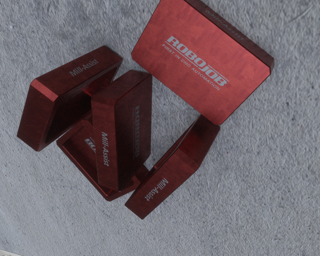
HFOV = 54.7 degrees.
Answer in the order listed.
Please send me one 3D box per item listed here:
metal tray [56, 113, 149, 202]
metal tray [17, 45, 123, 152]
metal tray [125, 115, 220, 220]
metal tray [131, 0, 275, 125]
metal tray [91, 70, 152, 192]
[{"bbox_3d":[-0.089,0.046,0.478,0.090,0.030,0.130,-32,101,38],"label":"metal tray"},{"bbox_3d":[-0.103,-0.039,0.369,0.030,0.131,0.089,37,129,3],"label":"metal tray"},{"bbox_3d":[0.014,0.049,0.388,0.030,0.090,0.129,40,129,1],"label":"metal tray"},{"bbox_3d":[0.043,-0.075,0.335,0.130,0.030,0.089,39,129,1],"label":"metal tray"},{"bbox_3d":[-0.044,0.003,0.389,0.030,0.090,0.129,15,125,19],"label":"metal tray"}]
